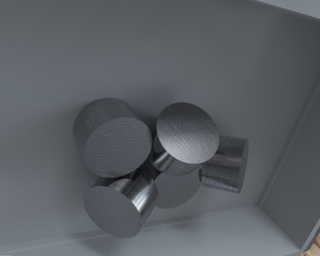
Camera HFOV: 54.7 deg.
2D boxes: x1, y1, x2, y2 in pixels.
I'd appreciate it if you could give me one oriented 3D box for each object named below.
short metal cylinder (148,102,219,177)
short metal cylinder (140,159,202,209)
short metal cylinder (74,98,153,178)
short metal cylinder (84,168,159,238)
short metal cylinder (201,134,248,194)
[{"bbox_3d":[0.026,0.015,0.386,0.081,0.080,0.050,-8,158,-25],"label":"short metal cylinder"},{"bbox_3d":[0.013,0.067,0.441,0.081,0.050,0.079,-14,125,-21],"label":"short metal cylinder"},{"bbox_3d":[-0.056,0.012,0.367,0.081,0.050,0.079,-14,125,-21],"label":"short metal cylinder"},{"bbox_3d":[-0.048,0.091,0.394,0.050,0.080,0.079,-49,149,-54],"label":"short metal cylinder"},{"bbox_3d":[0.096,0.051,0.450,0.080,0.050,0.080,8,91,-68],"label":"short metal cylinder"}]
